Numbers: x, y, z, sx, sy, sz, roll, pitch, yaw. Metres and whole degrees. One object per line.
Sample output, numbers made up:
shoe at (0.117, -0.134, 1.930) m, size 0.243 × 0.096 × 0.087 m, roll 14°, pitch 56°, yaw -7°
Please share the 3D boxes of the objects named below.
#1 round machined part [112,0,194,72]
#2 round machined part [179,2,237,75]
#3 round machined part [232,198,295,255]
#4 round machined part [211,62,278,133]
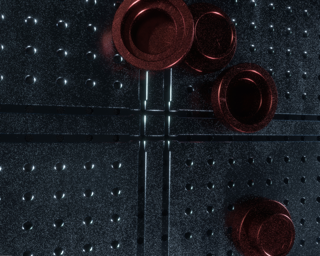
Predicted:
round machined part at (-0.007, -0.119, 0.388) m, size 0.099 × 0.042 × 0.097 m, roll 0°, pitch 94°, yaw 6°
round machined part at (0.065, -0.125, 0.429) m, size 0.099 × 0.042 × 0.097 m, roll 0°, pitch 90°, yaw -21°
round machined part at (0.162, 0.157, 0.466) m, size 0.099 × 0.042 × 0.097 m, roll 0°, pitch 90°, yaw -21°
round machined part at (0.117, -0.042, 0.448) m, size 0.099 × 0.042 × 0.097 m, roll 0°, pitch 90°, yaw -21°
